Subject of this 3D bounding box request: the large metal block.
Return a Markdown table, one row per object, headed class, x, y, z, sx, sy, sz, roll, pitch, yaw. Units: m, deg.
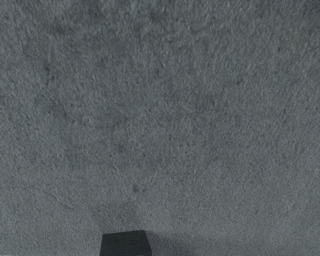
| class | x | y | z | sx | sy | sz | roll | pitch | yaw |
| --- | --- | --- | --- | --- | --- | --- | --- | --- | --- |
| large metal block | -0.063 | 0.245 | 0.599 | 0.080 | 0.050 | 0.080 | -8 | 130 | 6 |
